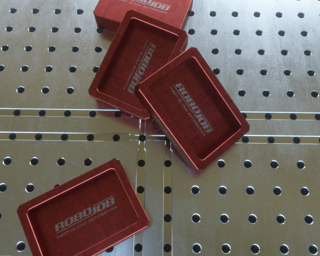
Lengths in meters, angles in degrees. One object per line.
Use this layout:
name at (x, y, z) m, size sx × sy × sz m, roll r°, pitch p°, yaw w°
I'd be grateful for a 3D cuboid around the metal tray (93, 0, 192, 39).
metal tray at (-0.023, -0.182, 0.475) m, size 0.131 × 0.030 × 0.090 m, roll 18°, pitch 71°, yaw 6°

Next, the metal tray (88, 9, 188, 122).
metal tray at (-0.028, -0.084, 0.422) m, size 0.090 × 0.030 × 0.130 m, roll 24°, pitch 85°, yaw 6°

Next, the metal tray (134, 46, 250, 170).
metal tray at (0.042, -0.024, 0.391) m, size 0.090 × 0.030 × 0.130 m, roll -38°, pitch 99°, yaw -13°

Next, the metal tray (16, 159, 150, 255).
metal tray at (-0.089, 0.106, 0.369) m, size 0.131 × 0.030 × 0.090 m, roll -26°, pitch 72°, yaw -10°
